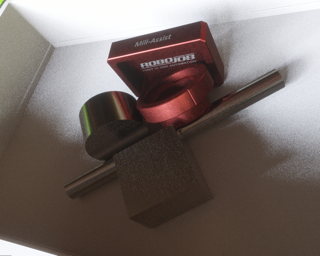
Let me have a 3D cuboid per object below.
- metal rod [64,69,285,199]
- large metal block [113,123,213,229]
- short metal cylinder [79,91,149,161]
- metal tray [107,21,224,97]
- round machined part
[{"bbox_3d":[0.011,0.012,0.389,0.301,0.025,0.025,-29,52,9],"label":"metal rod"},{"bbox_3d":[0.002,0.055,0.350,0.080,0.050,0.080,-29,52,9],"label":"large metal block"},{"bbox_3d":[-0.060,-0.001,0.399,0.080,0.080,0.050,-29,52,9],"label":"short metal cylinder"},{"bbox_3d":[0.009,-0.083,0.406,0.130,0.090,0.030,-6,59,24],"label":"metal tray"},{"bbox_3d":[0.023,-0.036,0.384,0.098,0.042,0.098,-26,24,13],"label":"round machined part"}]
